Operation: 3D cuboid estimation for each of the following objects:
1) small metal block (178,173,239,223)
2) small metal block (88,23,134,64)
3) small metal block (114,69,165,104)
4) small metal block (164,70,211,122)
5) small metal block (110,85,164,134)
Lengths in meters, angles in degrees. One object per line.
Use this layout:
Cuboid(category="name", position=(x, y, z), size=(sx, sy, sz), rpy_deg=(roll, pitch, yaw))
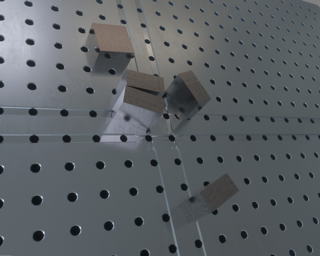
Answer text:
Cuboid(category="small metal block", position=(0.058, 0.084, 0.372), size=(0.050, 0.050, 0.025), rpy_deg=(-25, 76, -37))
Cuboid(category="small metal block", position=(-0.070, -0.120, 0.443), size=(0.050, 0.025, 0.050), rpy_deg=(-4, 64, -30))
Cuboid(category="small metal block", position=(-0.028, -0.046, 0.405), size=(0.050, 0.050, 0.025), rpy_deg=(9, 58, -23))
Cuboid(category="small metal block", position=(0.037, -0.045, 0.439), size=(0.025, 0.050, 0.050), rpy_deg=(-23, 74, -36))
Cuboid(category="small metal block", position=(-0.029, -0.022, 0.389), size=(0.050, 0.050, 0.025), rpy_deg=(17, 55, -19))
